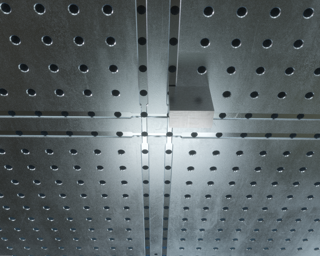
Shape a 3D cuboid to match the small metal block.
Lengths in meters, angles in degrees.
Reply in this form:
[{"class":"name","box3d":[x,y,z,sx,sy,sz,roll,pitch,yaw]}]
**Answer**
[{"class":"small metal block","box3d":[0.036,-0.026,0.373,0.050,0.050,0.025,0,130,-1]}]
